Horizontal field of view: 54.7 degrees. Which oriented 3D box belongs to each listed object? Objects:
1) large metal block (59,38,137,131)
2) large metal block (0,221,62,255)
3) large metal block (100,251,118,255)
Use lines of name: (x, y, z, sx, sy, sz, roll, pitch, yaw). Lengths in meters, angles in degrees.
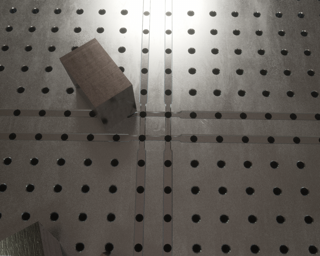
large metal block: (-0.076, -0.053, 0.401, 0.050, 0.080, 0.080, -35, 74, -12)
large metal block: (-0.146, 0.159, 0.320, 0.080, 0.050, 0.080, -27, 42, -10)
large metal block: (-0.044, 0.189, 0.329, 0.080, 0.050, 0.080, 27, 72, 9)
